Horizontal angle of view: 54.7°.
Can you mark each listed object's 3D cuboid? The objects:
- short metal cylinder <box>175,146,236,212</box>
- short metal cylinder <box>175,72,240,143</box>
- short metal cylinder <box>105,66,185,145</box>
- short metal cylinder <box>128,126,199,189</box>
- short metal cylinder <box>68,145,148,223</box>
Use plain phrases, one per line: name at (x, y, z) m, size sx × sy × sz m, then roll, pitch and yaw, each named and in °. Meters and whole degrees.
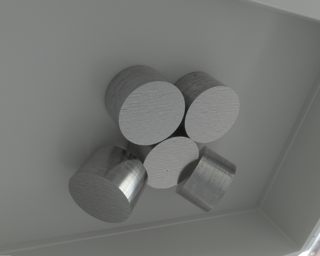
short metal cylinder at (0.065, 0.073, 0.445) m, size 0.050 × 0.080 × 0.080 m, roll 33°, pitch 103°, yaw 1°
short metal cylinder at (0.056, -0.027, 0.406) m, size 0.081 × 0.050 × 0.079 m, roll -14°, pitch 125°, yaw -21°
short metal cylinder at (-0.018, -0.027, 0.364) m, size 0.081 × 0.050 × 0.079 m, roll -14°, pitch 125°, yaw -21°
short metal cylinder at (0.004, 0.033, 0.413) m, size 0.081 × 0.050 × 0.079 m, roll -14°, pitch 125°, yaw -21°
short metal cylinder at (-0.061, 0.068, 0.374) m, size 0.050 × 0.080 × 0.079 m, roll -57°, pitch 149°, yaw -50°
